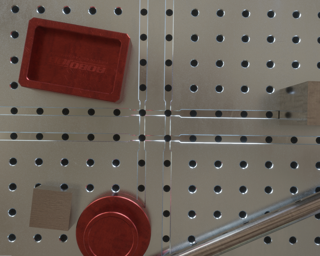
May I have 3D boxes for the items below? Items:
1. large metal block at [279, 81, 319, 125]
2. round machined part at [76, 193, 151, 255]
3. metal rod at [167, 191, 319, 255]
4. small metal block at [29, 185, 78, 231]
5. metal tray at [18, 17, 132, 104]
[{"bbox_3d":[0.206,-0.027,0.389,0.081,0.080,0.050,1,90,-1],"label":"large metal block"},{"bbox_3d":[-0.061,0.138,0.404,0.099,0.042,0.097,0,90,-1],"label":"round machined part"},{"bbox_3d":[0.113,0.142,0.415,0.301,0.025,0.025,-23,90,-1],"label":"metal rod"},{"bbox_3d":[-0.141,0.105,0.412,0.050,0.025,0.050,7,90,-1],"label":"small metal block"},{"bbox_3d":[-0.109,-0.087,0.409,0.131,0.030,0.089,10,90,-1],"label":"metal tray"}]
